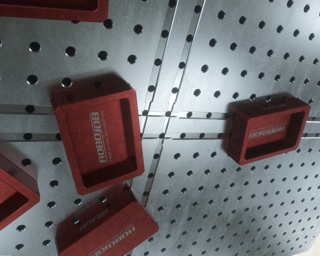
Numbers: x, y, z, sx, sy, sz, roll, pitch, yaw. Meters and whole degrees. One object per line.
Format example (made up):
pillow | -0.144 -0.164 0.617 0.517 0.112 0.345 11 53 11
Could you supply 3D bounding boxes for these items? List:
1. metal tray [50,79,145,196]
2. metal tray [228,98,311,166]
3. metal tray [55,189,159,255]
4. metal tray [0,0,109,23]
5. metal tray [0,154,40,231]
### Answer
metal tray | -0.071 0.014 0.378 0.091 0.030 0.129 -17 126 -19
metal tray | 0.180 0.005 0.512 0.131 0.030 0.089 -12 124 -23
metal tray | -0.076 0.160 0.467 0.130 0.030 0.090 -34 129 -6
metal tray | -0.109 -0.141 0.261 0.131 0.030 0.089 -6 121 -26
metal tray | -0.209 0.063 0.333 0.090 0.030 0.130 -37 130 -4
